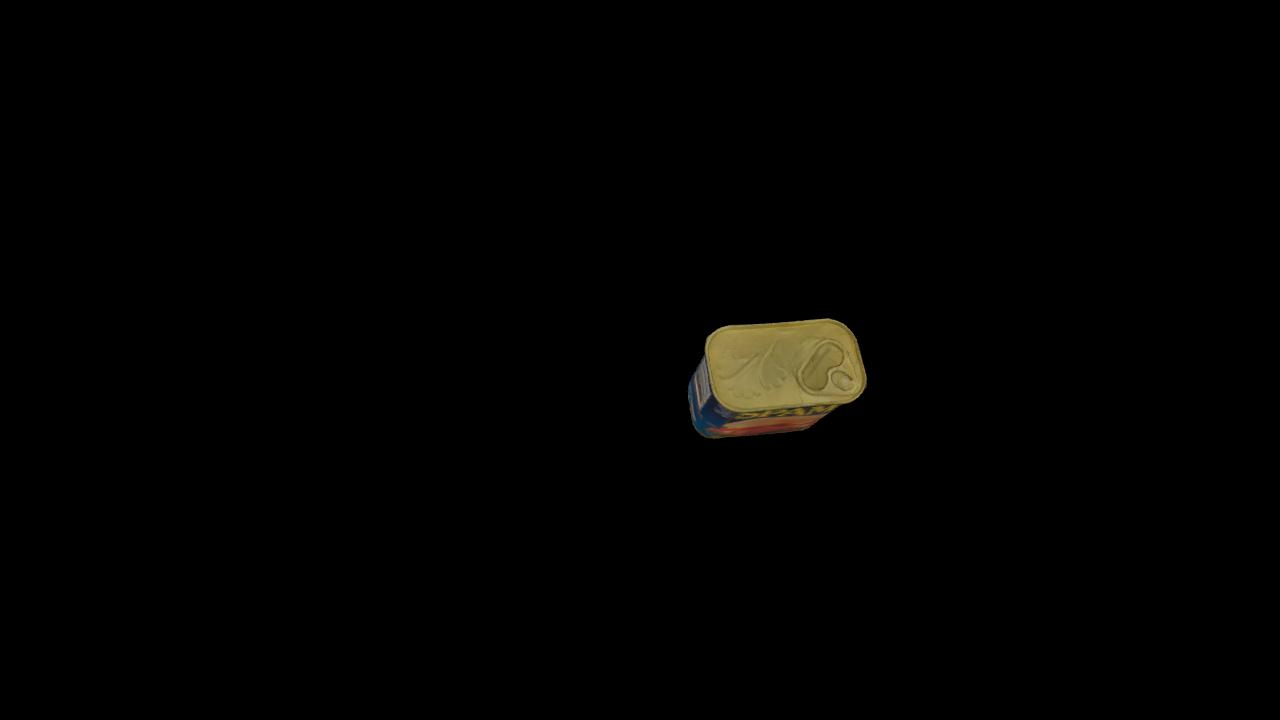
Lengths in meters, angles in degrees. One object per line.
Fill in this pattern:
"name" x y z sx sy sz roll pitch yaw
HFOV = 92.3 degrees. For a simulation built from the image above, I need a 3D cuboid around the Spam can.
"Spam can" 0.087 0.016 0.422 0.101 0.058 0.085 -4 -20 -8
